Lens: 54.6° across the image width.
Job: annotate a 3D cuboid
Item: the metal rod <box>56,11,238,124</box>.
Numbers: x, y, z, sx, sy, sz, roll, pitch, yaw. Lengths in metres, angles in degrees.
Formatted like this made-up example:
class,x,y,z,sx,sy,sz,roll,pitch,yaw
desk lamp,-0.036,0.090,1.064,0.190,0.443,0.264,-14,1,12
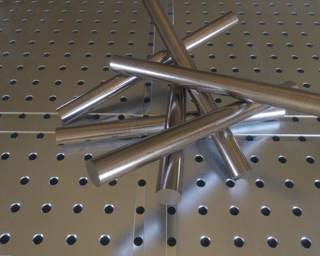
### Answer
class,x,y,z,sx,sy,sz,roll,pitch,yaw
metal rod,-0.010,-0.093,0.454,0.301,0.025,0.025,-32,57,-13

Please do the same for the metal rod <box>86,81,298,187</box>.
class,x,y,z,sx,sy,sz,roll,pitch,yaw
metal rod,0.061,-0.007,0.345,0.302,0.025,0.025,-21,52,-33

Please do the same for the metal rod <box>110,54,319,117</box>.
class,x,y,z,sx,sy,sz,roll,pitch,yaw
metal rod,0.071,-0.052,0.370,0.300,0.025,0.025,16,51,23

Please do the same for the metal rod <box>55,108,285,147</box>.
class,x,y,z,sx,sy,sz,roll,pitch,yaw
metal rod,0.018,-0.007,0.413,0.302,0.025,0.025,-7,50,-6

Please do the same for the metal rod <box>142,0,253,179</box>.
class,x,y,z,sx,sy,sz,roll,pitch,yaw
metal rod,0.040,-0.073,0.416,0.025,0.025,0.299,-18,67,-15

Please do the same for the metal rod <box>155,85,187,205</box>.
class,x,y,z,sx,sy,sz,roll,pitch,yaw
metal rod,0.022,-0.032,0.403,0.025,0.025,0.300,4,40,4
